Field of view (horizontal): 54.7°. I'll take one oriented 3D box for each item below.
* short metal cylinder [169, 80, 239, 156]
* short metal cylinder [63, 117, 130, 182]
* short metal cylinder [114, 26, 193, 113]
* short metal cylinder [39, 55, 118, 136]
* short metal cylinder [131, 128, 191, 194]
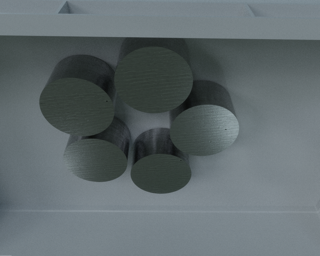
[{"bbox_3d":[0.052,-0.011,0.381,0.081,0.050,0.079,0,130,0],"label":"short metal cylinder"},{"bbox_3d":[-0.082,0.027,0.412,0.081,0.050,0.079,0,130,0],"label":"short metal cylinder"},{"bbox_3d":[-0.006,-0.063,0.336,0.081,0.050,0.079,0,130,0],"label":"short metal cylinder"},{"bbox_3d":[-0.090,-0.037,0.358,0.081,0.050,0.079,0,130,0],"label":"short metal cylinder"},{"bbox_3d":[0.001,0.046,0.429,0.081,0.050,0.079,0,130,0],"label":"short metal cylinder"}]
